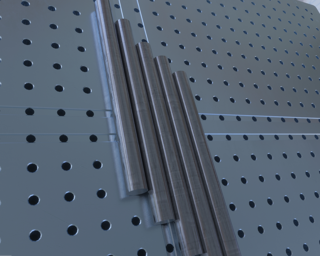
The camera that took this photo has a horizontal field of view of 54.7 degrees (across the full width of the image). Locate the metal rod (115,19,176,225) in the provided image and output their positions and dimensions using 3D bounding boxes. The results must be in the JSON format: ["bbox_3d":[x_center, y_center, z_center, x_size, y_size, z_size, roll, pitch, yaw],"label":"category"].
[{"bbox_3d":[-0.026,-0.026,0.410,0.025,0.025,0.299,1,61,-28],"label":"metal rod"}]

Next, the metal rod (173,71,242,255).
[{"bbox_3d":[0.059,0.052,0.409,0.025,0.025,0.299,1,61,-28],"label":"metal rod"}]

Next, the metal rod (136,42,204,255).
[{"bbox_3d":[0.005,0.010,0.405,0.025,0.025,0.299,1,61,-28],"label":"metal rod"}]

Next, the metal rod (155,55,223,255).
[{"bbox_3d":[0.031,0.029,0.408,0.025,0.025,0.299,1,61,-28],"label":"metal rod"}]

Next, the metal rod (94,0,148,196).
[{"bbox_3d":[-0.057,-0.059,0.414,0.025,0.025,0.299,1,61,-28],"label":"metal rod"}]
